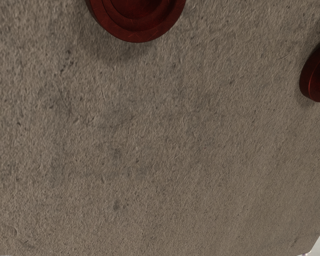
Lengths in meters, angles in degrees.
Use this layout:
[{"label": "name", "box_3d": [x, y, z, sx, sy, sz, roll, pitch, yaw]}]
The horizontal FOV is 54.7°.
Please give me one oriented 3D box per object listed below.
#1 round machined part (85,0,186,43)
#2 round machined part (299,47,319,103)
[{"label": "round machined part", "box_3d": [-0.026, -0.136, 0.299, 0.099, 0.042, 0.097, -14, 125, -21]}, {"label": "round machined part", "box_3d": [0.279, -0.085, 0.499, 0.099, 0.042, 0.097, -14, 125, -21]}]
